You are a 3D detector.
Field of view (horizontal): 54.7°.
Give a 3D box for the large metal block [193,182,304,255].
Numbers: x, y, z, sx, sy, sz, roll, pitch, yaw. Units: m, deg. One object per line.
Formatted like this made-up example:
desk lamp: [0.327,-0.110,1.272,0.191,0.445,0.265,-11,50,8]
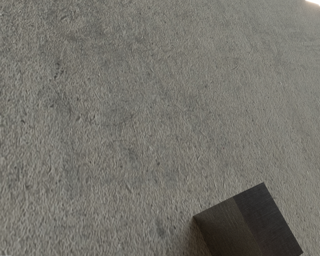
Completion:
large metal block: [0.094,0.117,0.347,0.050,0.080,0.080,-14,69,-34]
